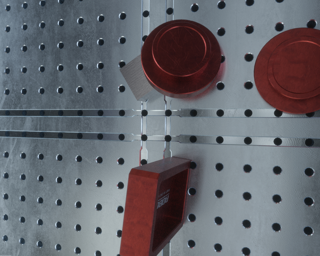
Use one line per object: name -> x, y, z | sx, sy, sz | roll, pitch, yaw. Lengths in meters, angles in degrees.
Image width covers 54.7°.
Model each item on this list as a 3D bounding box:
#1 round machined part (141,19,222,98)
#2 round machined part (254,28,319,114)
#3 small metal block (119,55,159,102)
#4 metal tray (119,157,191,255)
round machined part -> 0.026, -0.089, 0.378 | 0.099, 0.042, 0.097 | 0, 80, 2
round machined part -> 0.157, -0.065, 0.348 | 0.098, 0.042, 0.097 | 0, 90, 19
small metal block -> -0.018, -0.071, 0.418 | 0.050, 0.025, 0.050 | -33, 80, 16
metal tray -> 0.001, 0.085, 0.356 | 0.030, 0.130, 0.089 | 8, 93, 19
